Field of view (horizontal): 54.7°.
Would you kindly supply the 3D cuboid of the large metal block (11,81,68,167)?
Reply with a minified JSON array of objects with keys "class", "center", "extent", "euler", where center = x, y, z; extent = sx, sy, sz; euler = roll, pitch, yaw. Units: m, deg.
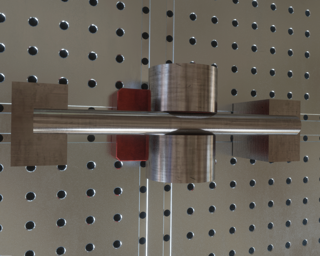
[{"class":"large metal block","center":[-0.129,-0.004,0.335],"extent":[0.050,0.080,0.080],"euler":[1,90,-20]}]

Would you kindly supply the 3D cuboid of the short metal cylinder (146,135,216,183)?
[{"class":"short metal cylinder","center":[0.024,0.032,0.360],"extent":[0.081,0.080,0.050],"euler":[1,90,-20]}]

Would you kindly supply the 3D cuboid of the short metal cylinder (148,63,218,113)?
[{"class":"short metal cylinder","center":[0.026,-0.043,0.361],"extent":[0.081,0.080,0.050],"euler":[1,90,-20]}]

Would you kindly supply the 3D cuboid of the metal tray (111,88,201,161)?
[{"class":"metal tray","center":[0.004,-0.003,0.411],"extent":[0.131,0.030,0.089],"euler":[1,90,-20]}]

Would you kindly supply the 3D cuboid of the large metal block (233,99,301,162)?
[{"class":"large metal block","center":[0.147,0.003,0.436],"extent":[0.050,0.080,0.080],"euler":[1,90,-20]}]

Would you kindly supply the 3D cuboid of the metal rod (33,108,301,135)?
[{"class":"metal rod","center":[0.026,-0.005,0.336],"extent":[0.302,0.025,0.025],"euler":[1,90,-20]}]
